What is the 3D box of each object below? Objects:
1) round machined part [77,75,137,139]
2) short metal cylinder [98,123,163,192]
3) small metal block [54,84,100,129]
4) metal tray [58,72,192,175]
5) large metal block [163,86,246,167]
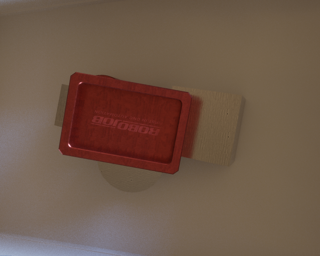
[{"bbox_3d":[-0.084,-0.025,0.428,0.098,0.042,0.097,0,90,19],"label":"round machined part"},{"bbox_3d":[-0.032,0.034,0.394,0.080,0.050,0.079,2,103,7],"label":"short metal cylinder"},{"bbox_3d":[-0.100,-0.025,0.385,0.025,0.050,0.050,13,95,19],"label":"small metal block"},{"bbox_3d":[-0.037,-0.006,0.343,0.131,0.030,0.089,10,94,0],"label":"metal tray"},{"bbox_3d":[0.054,-0.004,0.375,0.080,0.050,0.079,11,94,19],"label":"large metal block"}]
